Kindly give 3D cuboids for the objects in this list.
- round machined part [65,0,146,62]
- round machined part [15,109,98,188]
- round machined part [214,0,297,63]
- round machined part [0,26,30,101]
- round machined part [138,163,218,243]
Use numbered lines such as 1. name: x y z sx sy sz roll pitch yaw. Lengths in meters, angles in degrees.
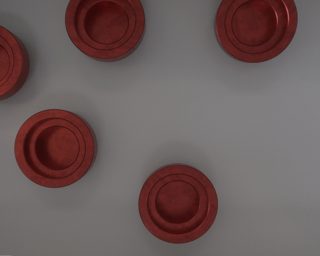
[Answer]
1. round machined part: -0.068 -0.134 0.402 0.099 0.042 0.097 0 90 0
2. round machined part: -0.130 0.025 0.402 0.099 0.042 0.097 0 90 0
3. round machined part: 0.119 -0.133 0.397 0.099 0.042 0.097 0 101 2
4. round machined part: -0.218 -0.082 0.401 0.099 0.042 0.097 0 90 0
5. round machined part: 0.023 0.094 0.403 0.099 0.042 0.097 0 90 0
